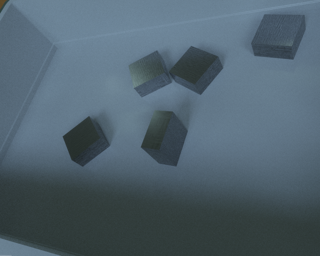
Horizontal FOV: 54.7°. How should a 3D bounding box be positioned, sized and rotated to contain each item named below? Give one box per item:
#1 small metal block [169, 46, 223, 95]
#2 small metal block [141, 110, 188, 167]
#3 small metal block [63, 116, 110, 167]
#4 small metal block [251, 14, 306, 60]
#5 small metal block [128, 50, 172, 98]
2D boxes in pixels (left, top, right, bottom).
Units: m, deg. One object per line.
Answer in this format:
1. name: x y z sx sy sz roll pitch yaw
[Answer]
1. small metal block: 0.050 -0.080 0.429 0.050 0.025 0.050 34 81 38
2. small metal block: 0.007 0.013 0.378 0.025 0.050 0.050 6 65 31
3. small metal block: -0.108 0.019 0.451 0.050 0.025 0.050 -37 51 3
4. small metal block: 0.153 -0.118 0.398 0.050 0.025 0.050 16 70 34
5. small metal block: -0.016 -0.081 0.464 0.050 0.025 0.050 -25 53 13
